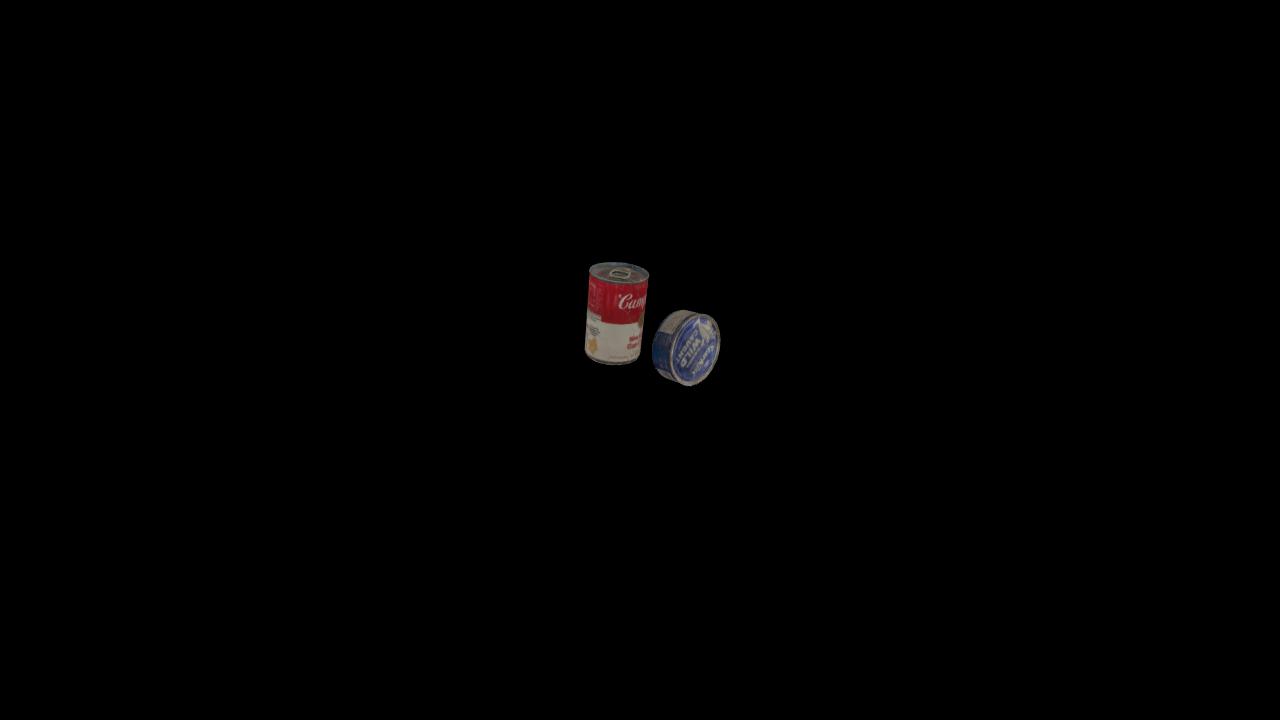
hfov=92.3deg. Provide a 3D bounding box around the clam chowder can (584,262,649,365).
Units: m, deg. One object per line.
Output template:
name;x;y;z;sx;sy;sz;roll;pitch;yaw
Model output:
clam chowder can;-0.028;-0.053;0.705;0.068;0.102;0.068;6;26;-3

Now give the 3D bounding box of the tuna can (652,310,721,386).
tuna can;0.053;-0.014;0.703;0.084;0.084;0.034;0;14;-45
